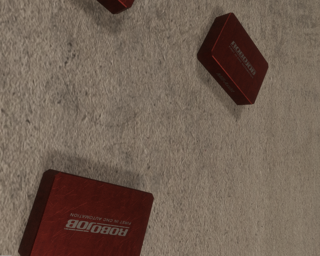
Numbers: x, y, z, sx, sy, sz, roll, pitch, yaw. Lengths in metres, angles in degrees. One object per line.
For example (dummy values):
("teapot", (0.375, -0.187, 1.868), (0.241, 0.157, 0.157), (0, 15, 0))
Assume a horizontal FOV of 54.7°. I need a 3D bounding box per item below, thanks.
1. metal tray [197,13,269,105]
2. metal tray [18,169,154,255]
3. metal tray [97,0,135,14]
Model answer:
("metal tray", (0.124, -0.109, 0.508), (0.130, 0.030, 0.090), (41, 65, -33))
("metal tray", (-0.073, 0.104, 0.342), (0.131, 0.030, 0.090), (23, 75, -38))
("metal tray", (-0.052, -0.212, 0.358), (0.090, 0.030, 0.130), (34, 69, -35))
